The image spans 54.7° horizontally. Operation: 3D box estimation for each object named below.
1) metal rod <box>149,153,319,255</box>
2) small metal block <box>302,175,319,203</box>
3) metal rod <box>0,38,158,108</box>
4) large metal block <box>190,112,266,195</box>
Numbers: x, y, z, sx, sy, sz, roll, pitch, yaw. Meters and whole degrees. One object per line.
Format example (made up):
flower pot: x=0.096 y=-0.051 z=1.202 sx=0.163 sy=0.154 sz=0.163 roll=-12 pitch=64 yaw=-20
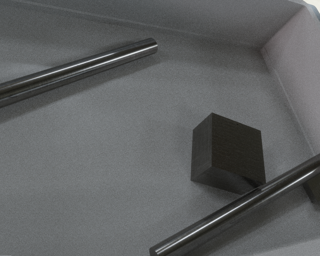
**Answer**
metal rod: x=0.121 y=0.093 z=0.394 sx=0.302 sy=0.025 sz=0.025 roll=-19 pitch=72 yaw=-28
small metal block: x=0.249 y=0.082 z=0.478 sx=0.050 sy=0.025 sz=0.050 roll=-21 pitch=69 yaw=-1
metal rod: x=-0.116 y=-0.067 z=0.384 sx=0.302 sy=0.025 sz=0.025 roll=-30 pitch=79 yaw=-38
large metal block: x=0.091 y=0.036 z=0.418 sx=0.081 sy=0.050 sz=0.080 roll=19 pitch=54 yaw=-18
